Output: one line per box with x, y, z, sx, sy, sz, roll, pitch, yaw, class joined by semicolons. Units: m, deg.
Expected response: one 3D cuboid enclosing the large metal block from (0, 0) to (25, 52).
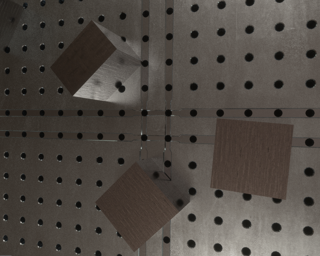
-0.272;-0.173;0.477;0.050;0.080;0.080;32;100;17;large metal block

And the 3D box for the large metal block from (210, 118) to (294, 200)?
0.107;0.032;0.361;0.080;0.050;0.079;6;92;19;large metal block

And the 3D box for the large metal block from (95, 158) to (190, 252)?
-0.022;0.098;0.406;0.080;0.050;0.080;-46;76;14;large metal block

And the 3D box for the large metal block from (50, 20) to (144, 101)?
-0.080;-0.084;0.410;0.080;0.080;0.050;-43;77;15;large metal block
